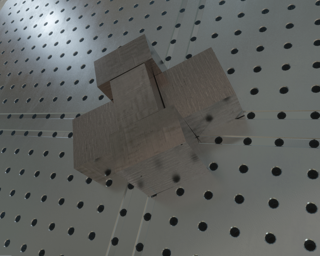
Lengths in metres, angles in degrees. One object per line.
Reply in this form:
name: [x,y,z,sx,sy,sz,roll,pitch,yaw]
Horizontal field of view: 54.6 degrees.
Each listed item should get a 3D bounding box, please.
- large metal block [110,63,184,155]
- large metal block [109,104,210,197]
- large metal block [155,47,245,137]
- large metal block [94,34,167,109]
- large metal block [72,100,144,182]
large metal block: [-0.016,-0.020,0.394,0.050,0.080,0.080,-26,53,13]
large metal block: [0.001,0.029,0.355,0.080,0.080,0.050,-25,53,12]
large metal block: [0.049,-0.042,0.392,0.080,0.050,0.080,-26,55,12]
large metal block: [-0.033,-0.070,0.433,0.080,0.080,0.050,-25,52,13]
large metal block: [-0.069,0.016,0.421,0.080,0.050,0.080,-24,53,14]
